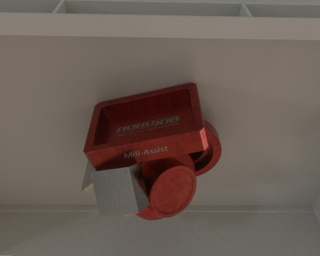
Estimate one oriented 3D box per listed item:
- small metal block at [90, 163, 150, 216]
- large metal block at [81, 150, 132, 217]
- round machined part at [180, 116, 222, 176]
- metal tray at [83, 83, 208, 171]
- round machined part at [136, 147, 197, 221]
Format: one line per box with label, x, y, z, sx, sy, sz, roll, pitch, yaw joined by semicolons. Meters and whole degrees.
small metal block;-0.044;0.067;0.343;0.050;0.025;0.050;-11;92;25
large metal block;-0.053;0.061;0.423;0.050;0.080;0.080;-36;122;26
round machined part;0.030;0.021;0.416;0.099;0.042;0.097;-1;130;0
metal tray;-0.016;-0.004;0.360;0.131;0.090;0.030;-11;130;9
round machined part;0.006;0.070;0.379;0.099;0.042;0.097;-12;112;-31
